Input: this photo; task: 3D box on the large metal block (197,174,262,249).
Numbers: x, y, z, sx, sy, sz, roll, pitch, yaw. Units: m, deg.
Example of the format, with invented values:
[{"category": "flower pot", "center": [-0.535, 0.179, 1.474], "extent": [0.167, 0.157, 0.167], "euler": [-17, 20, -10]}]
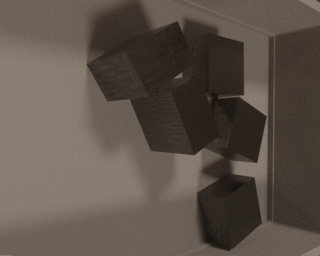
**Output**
[{"category": "large metal block", "center": [0.111, 0.126, 0.486], "extent": [0.081, 0.050, 0.079], "euler": [-21, 103, -38]}]

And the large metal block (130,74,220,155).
[{"category": "large metal block", "center": [0.017, -0.016, 0.387], "extent": [0.050, 0.080, 0.080], "euler": [-34, 111, -35]}]

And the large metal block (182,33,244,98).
[{"category": "large metal block", "center": [0.080, -0.088, 0.459], "extent": [0.081, 0.050, 0.079], "euler": [-1, 91, -40]}]

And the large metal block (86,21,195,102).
[{"category": "large metal block", "center": [-0.022, -0.074, 0.354], "extent": [0.080, 0.080, 0.050], "euler": [-41, 115, -33]}]

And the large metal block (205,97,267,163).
[{"category": "large metal block", "center": [0.120, 0.005, 0.494], "extent": [0.080, 0.050, 0.080], "euler": [25, 74, -38]}]
